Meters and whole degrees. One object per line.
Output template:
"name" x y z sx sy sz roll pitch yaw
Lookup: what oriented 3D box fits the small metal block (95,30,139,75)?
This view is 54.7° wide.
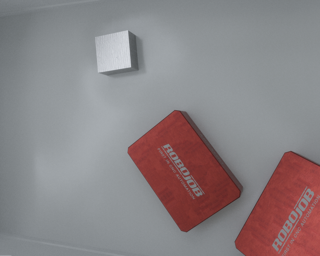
"small metal block" -0.060 -0.103 0.430 0.050 0.025 0.050 -5 88 19

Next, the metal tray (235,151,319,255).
"metal tray" 0.152 0.102 0.338 0.090 0.030 0.129 33 101 38

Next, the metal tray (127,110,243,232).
"metal tray" 0.030 0.053 0.397 0.090 0.030 0.130 -39 78 15
